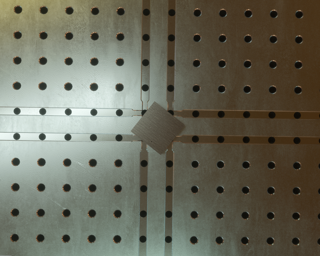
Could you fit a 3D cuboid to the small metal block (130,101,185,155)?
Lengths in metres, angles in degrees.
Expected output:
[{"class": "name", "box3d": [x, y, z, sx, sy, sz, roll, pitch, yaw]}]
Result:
[{"class": "small metal block", "box3d": [-0.003, 0.000, 0.413, 0.050, 0.025, 0.050, 38, 90, -1]}]
